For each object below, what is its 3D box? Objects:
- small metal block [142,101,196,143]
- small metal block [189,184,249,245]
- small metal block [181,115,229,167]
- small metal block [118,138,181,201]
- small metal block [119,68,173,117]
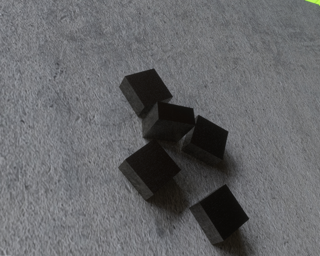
[{"bbox_3d":[0.010,-0.006,0.397,0.050,0.050,0.025,9,58,-23],"label":"small metal block"},{"bbox_3d":[0.072,0.105,0.379,0.050,0.025,0.050,-23,74,-36],"label":"small metal block"},{"bbox_3d":[0.063,0.018,0.426,0.050,0.025,0.050,29,52,-10],"label":"small metal block"},{"bbox_3d":[-0.012,0.049,0.367,0.050,0.025,0.050,-35,82,-38],"label":"small metal block"},{"bbox_3d":[-0.019,-0.049,0.423,0.050,0.025,0.050,-23,74,-36],"label":"small metal block"}]
